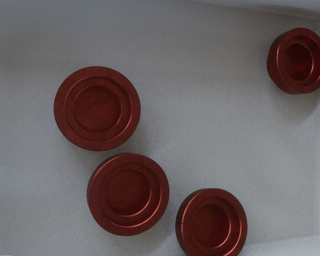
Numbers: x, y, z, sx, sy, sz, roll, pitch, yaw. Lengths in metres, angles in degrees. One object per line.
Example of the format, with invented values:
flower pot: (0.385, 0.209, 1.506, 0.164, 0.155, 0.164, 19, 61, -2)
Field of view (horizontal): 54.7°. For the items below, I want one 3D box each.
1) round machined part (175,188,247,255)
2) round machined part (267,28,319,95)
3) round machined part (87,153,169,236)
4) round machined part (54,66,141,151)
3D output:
round machined part: (0.065, 0.131, 0.419, 0.099, 0.042, 0.098, 4, 78, -21)
round machined part: (0.205, -0.100, 0.477, 0.099, 0.042, 0.097, 0, 90, -20)
round machined part: (-0.041, 0.079, 0.386, 0.099, 0.042, 0.097, 0, 90, -20)
round machined part: (-0.076, -0.022, 0.373, 0.099, 0.042, 0.097, 0, 90, -20)
